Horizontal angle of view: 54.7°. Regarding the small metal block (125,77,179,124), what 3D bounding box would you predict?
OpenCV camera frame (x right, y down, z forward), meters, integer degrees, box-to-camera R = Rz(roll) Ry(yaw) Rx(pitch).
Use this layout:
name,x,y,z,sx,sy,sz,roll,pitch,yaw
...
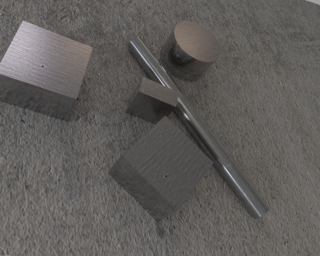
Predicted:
name,x,y,z,sx,sy,sz,roll,pitch,yaw
small metal block,-0.011,-0.033,0.402,0.050,0.050,0.025,22,54,-15

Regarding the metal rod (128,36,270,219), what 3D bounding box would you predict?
name,x,y,z,sx,sy,sz,roll,pitch,yaw
metal rod,0.048,-0.007,0.433,0.025,0.025,0.299,-28,77,-37

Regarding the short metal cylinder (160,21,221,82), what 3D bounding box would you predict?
name,x,y,z,sx,sy,sz,roll,pitch,yaw
short metal cylinder,0.047,-0.120,0.486,0.081,0.050,0.080,14,56,-21

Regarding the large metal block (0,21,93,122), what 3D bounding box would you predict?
name,x,y,z,sx,sy,sz,roll,pitch,yaw
large metal block,-0.131,-0.064,0.356,0.081,0.050,0.080,18,55,-18

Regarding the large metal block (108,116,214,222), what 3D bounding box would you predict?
name,x,y,z,sx,sy,sz,roll,pitch,yaw
large metal block,0.002,0.046,0.360,0.080,0.050,0.080,45,51,2
